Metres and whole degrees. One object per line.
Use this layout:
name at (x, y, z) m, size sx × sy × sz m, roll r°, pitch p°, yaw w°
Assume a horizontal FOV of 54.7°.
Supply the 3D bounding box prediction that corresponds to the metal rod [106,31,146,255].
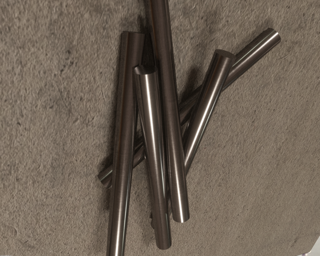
metal rod at (-0.045, 0.037, 0.379) m, size 0.025 × 0.025 × 0.298 m, roll -3°, pitch 112°, yaw -27°

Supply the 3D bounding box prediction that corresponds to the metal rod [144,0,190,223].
metal rod at (0.013, -0.007, 0.382) m, size 0.025 × 0.025 × 0.298 m, roll -17°, pitch 117°, yaw -19°

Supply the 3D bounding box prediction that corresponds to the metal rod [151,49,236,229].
metal rod at (0.035, 0.037, 0.427) m, size 0.025 × 0.025 × 0.298 m, roll -2°, pitch 127°, yaw -28°

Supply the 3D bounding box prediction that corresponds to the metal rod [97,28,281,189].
metal rod at (0.039, -0.026, 0.413) m, size 0.300 × 0.025 × 0.025 m, roll -41°, pitch 130°, yaw -1°

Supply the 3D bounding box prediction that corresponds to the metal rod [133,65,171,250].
metal rod at (-0.004, 0.061, 0.406) m, size 0.025 × 0.025 × 0.298 m, roll -18°, pitch 127°, yaw -18°
